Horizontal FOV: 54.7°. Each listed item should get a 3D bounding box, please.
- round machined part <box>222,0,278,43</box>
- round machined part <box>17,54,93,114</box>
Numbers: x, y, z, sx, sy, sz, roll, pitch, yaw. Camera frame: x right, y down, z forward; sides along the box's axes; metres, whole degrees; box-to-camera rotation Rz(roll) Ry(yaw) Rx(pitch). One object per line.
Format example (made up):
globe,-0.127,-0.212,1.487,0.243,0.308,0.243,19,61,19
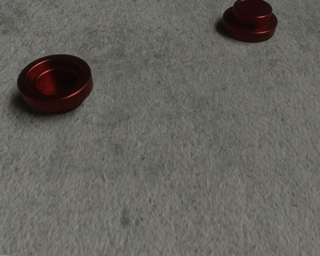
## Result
round machined part,0.165,-0.201,0.563,0.099,0.042,0.098,0,50,0
round machined part,-0.144,-0.058,0.439,0.099,0.042,0.098,0,50,0
